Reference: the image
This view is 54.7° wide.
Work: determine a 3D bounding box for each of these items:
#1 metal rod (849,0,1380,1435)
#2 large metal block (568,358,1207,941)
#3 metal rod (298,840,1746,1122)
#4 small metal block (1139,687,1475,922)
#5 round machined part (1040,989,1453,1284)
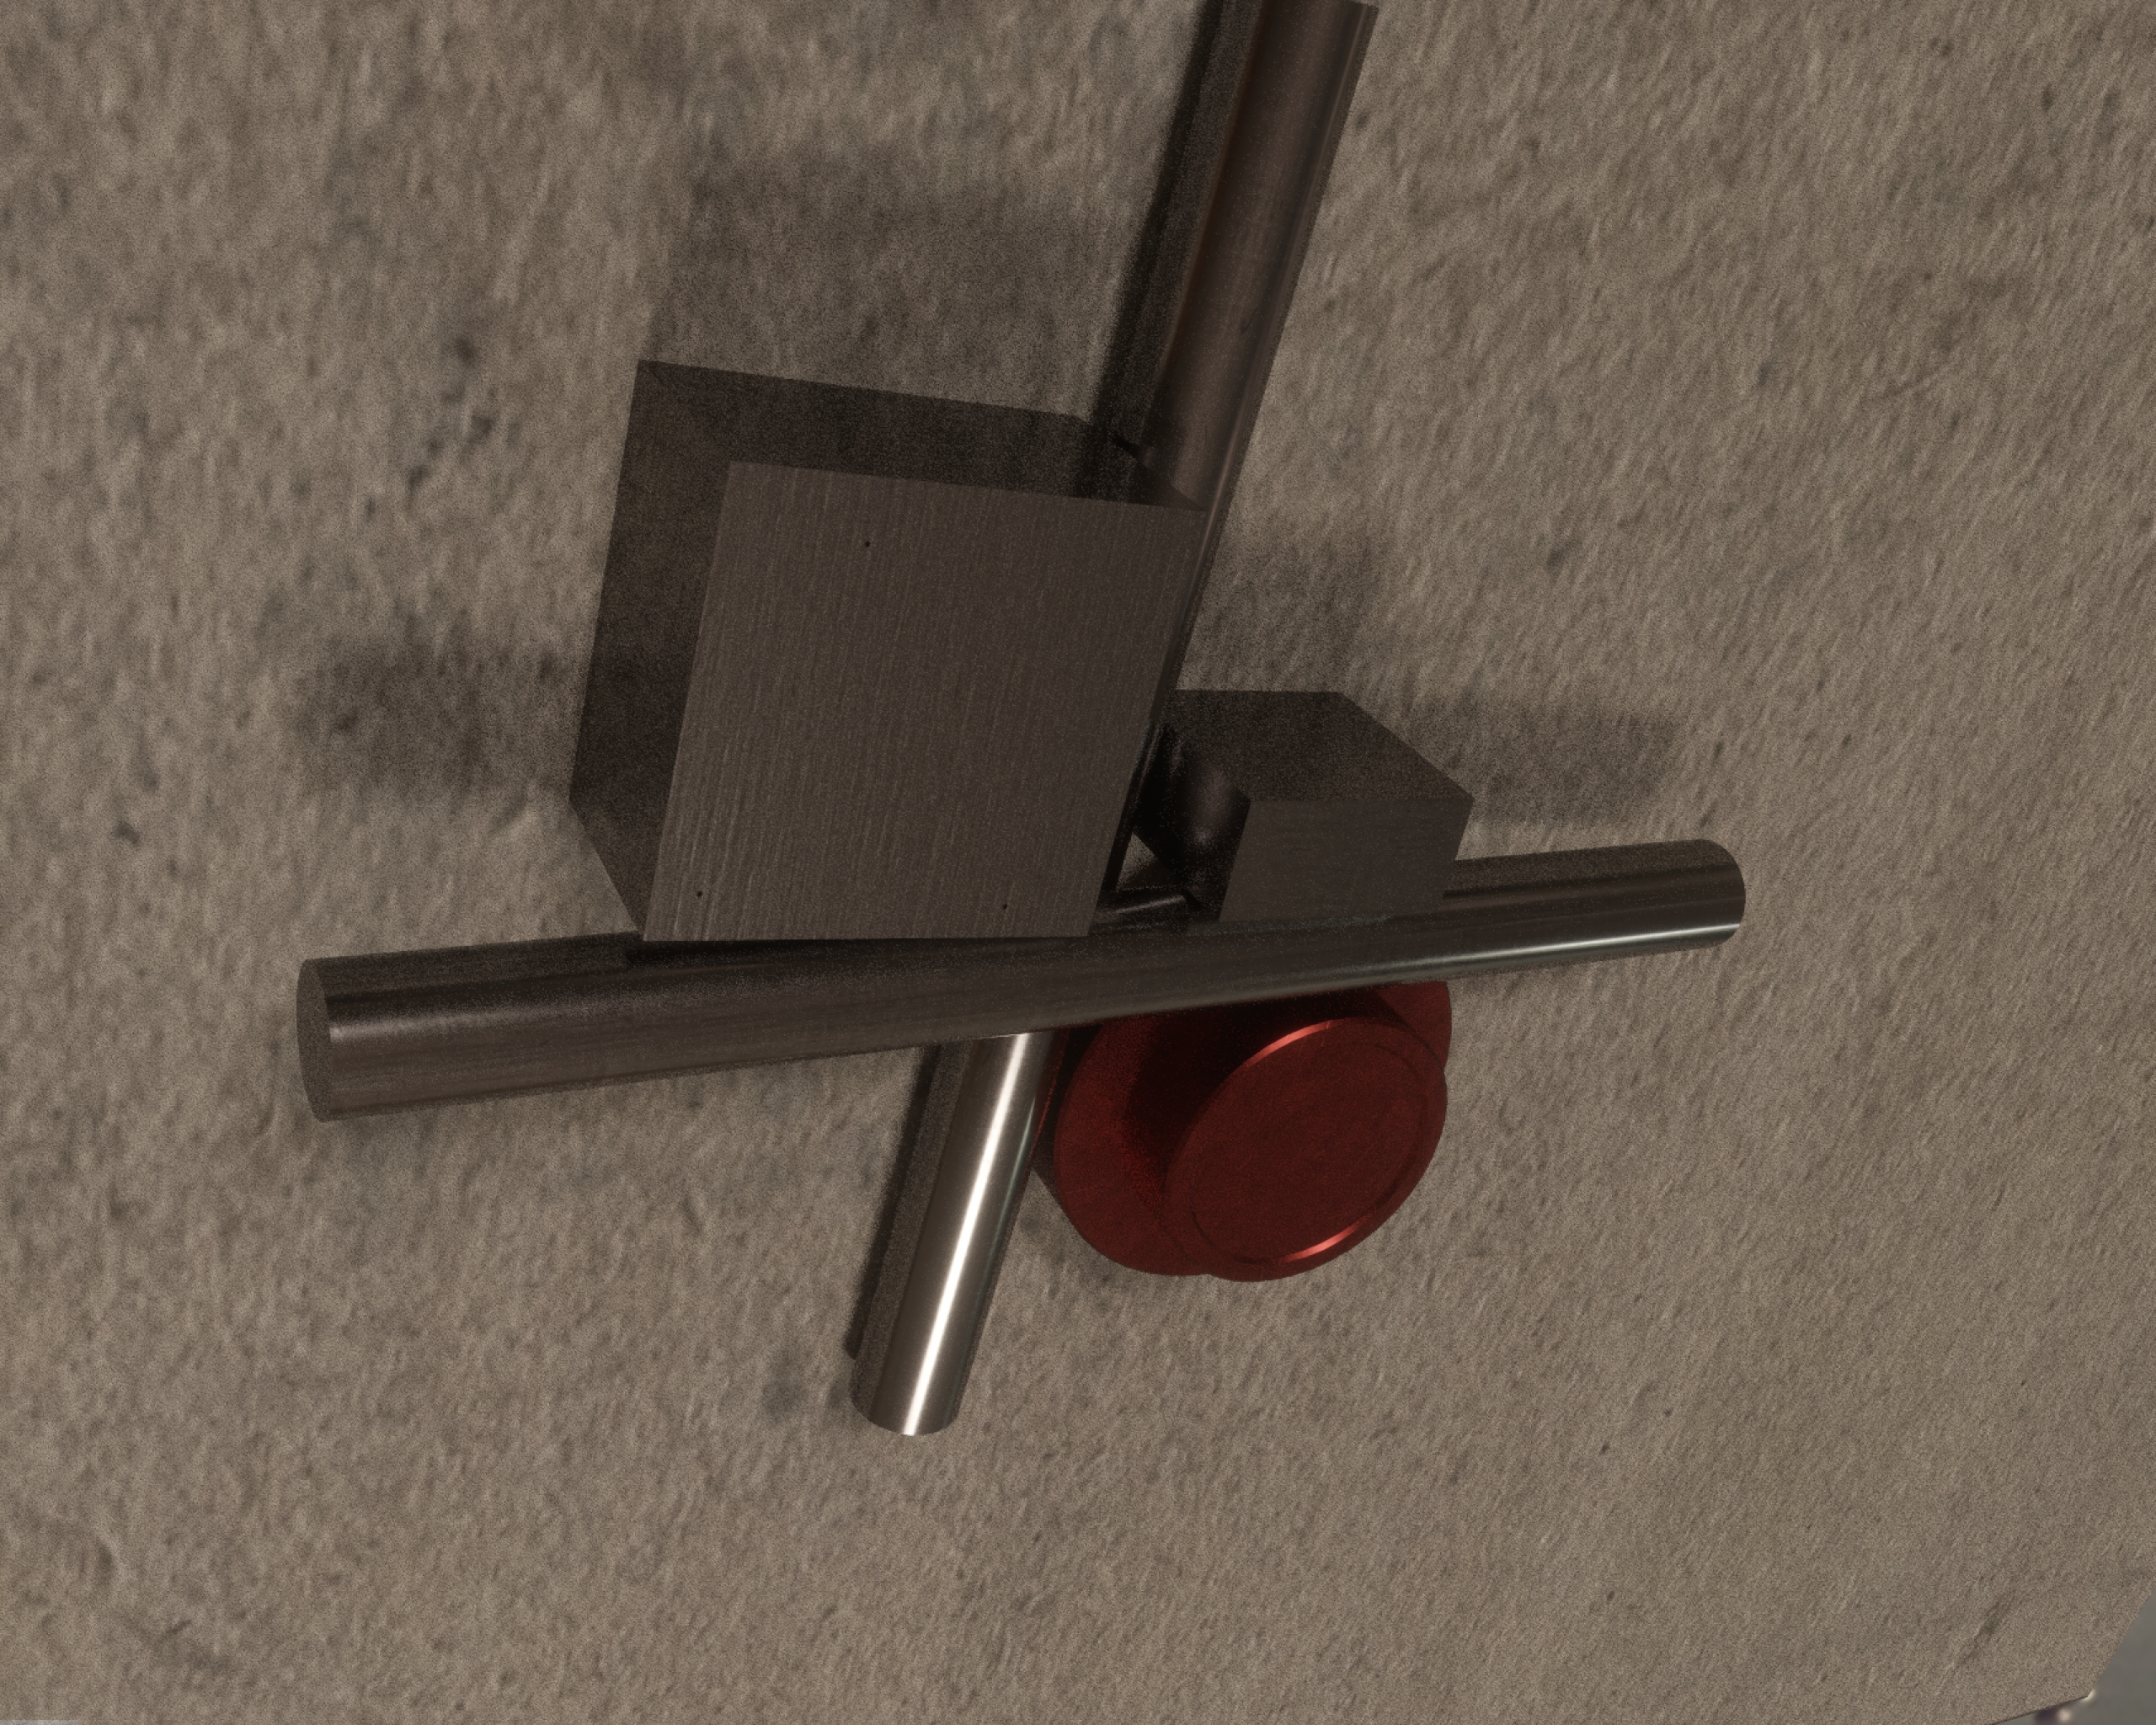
[{"bbox_3d":[-0.001,-0.013,0.402,0.025,0.025,0.298,2,118,-30],"label":"metal rod"},{"bbox_3d":[-0.035,-0.034,0.352,0.081,0.050,0.079,1,118,-29],"label":"large metal block"},{"bbox_3d":[0.013,0.017,0.395,0.303,0.025,0.025,-4,121,-31],"label":"metal rod"},{"bbox_3d":[0.040,-0.013,0.408,0.050,0.050,0.025,-2,119,-28],"label":"small metal block"},{"bbox_3d":[0.040,0.052,0.452,0.099,0.042,0.097,-14,125,-21],"label":"round machined part"}]
